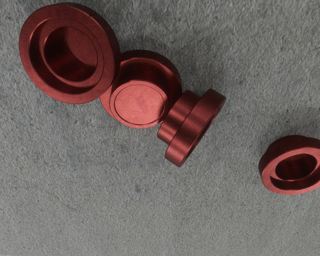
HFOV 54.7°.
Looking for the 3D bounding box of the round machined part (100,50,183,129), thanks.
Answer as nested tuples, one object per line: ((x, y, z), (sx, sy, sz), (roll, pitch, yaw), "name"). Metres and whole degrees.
((-0.023, -0.038, 0.363), (0.099, 0.042, 0.097), (0, 130, 0), "round machined part")

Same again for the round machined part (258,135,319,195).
((0.189, 0.048, 0.438), (0.099, 0.042, 0.097), (0, 130, 0), "round machined part")

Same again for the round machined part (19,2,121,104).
((-0.087, -0.077, 0.318), (0.098, 0.042, 0.097), (5, 118, 9), "round machined part")

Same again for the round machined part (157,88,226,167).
((0.033, -0.006, 0.364), (0.042, 0.099, 0.097), (34, 128, 10), "round machined part")
